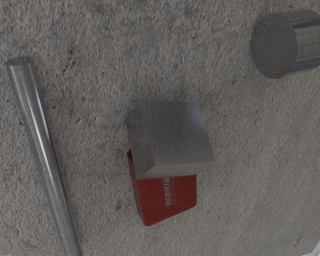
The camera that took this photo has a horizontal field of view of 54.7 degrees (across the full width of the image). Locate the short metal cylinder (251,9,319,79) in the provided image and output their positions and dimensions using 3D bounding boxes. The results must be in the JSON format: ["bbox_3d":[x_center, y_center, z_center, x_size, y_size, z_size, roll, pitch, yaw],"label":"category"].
[{"bbox_3d":[0.162,-0.106,0.394,0.050,0.080,0.079,-14,125,-21],"label":"short metal cylinder"}]

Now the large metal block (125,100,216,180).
[{"bbox_3d":[0.010,0.014,0.377,0.081,0.080,0.050,0,154,-29],"label":"large metal block"}]

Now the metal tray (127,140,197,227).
[{"bbox_3d":[0.007,0.077,0.455,0.091,0.030,0.129,-18,126,-18],"label":"metal tray"}]

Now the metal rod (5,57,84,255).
[{"bbox_3d":[-0.129,0.062,0.374,0.025,0.025,0.298,-15,125,-20],"label":"metal rod"}]
